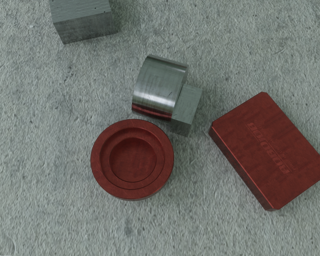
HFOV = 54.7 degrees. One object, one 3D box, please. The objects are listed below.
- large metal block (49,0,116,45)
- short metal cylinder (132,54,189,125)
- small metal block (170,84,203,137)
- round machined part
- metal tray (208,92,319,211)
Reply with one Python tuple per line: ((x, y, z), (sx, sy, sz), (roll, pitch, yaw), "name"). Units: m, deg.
((-0.116, -0.179, 0.459), (0.081, 0.050, 0.080), (-14, 71, -6), "large metal block")
((0.001, -0.049, 0.397), (0.050, 0.080, 0.080), (17, 71, 6), "short metal cylinder")
((0.033, -0.022, 0.403), (0.025, 0.050, 0.050), (18, 71, 6), "small metal block")
((-0.032, 0.041, 0.384), (0.099, 0.042, 0.098), (0, 70, -1), "round machined part")
((0.136, 0.028, 0.397), (0.090, 0.030, 0.130), (-31, 73, -11), "metal tray")
